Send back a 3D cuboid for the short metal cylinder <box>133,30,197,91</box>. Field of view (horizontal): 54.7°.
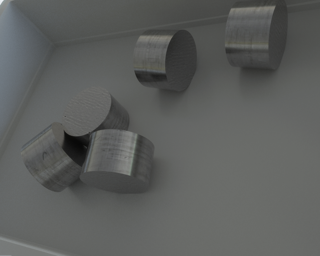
[{"bbox_3d":[0.009,-0.093,0.421,0.050,0.080,0.080,12,68,33],"label":"short metal cylinder"}]

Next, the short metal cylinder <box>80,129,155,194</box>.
[{"bbox_3d":[-0.049,0.042,0.369,0.080,0.080,0.050,-6,59,24],"label":"short metal cylinder"}]

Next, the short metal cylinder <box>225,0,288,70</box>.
[{"bbox_3d":[0.119,-0.113,0.377,0.050,0.080,0.080,11,67,32],"label":"short metal cylinder"}]

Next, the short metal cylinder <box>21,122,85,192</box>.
[{"bbox_3d":[-0.136,0.039,0.416,0.050,0.080,0.080,-37,51,4],"label":"short metal cylinder"}]

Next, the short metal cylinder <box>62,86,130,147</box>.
[{"bbox_3d":[-0.091,-0.012,0.443,0.080,0.050,0.080,-13,56,20],"label":"short metal cylinder"}]
